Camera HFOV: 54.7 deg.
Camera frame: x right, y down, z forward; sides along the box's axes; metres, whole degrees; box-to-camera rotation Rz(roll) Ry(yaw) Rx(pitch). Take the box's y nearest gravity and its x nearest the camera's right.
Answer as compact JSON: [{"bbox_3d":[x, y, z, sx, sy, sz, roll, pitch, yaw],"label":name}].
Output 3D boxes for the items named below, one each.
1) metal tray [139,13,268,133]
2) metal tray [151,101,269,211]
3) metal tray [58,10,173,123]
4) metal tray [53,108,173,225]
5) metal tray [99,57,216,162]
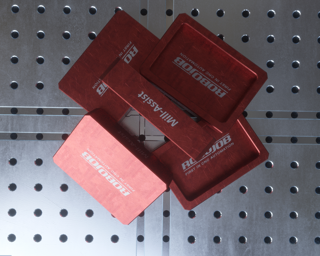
[{"bbox_3d":[0.052,-0.065,0.381,0.130,0.030,0.090,36,90,-1],"label":"metal tray"},{"bbox_3d":[0.063,0.035,0.410,0.130,0.030,0.090,-34,90,-1],"label":"metal tray"},{"bbox_3d":[-0.057,-0.076,0.409,0.090,0.030,0.130,39,90,-1],"label":"metal tray"},{"bbox_3d":[-0.060,0.050,0.391,0.130,0.030,0.090,42,115,-1],"label":"metal tray"},{"bbox_3d":[-0.002,-0.019,0.350,0.130,0.090,0.030,41,90,-1],"label":"metal tray"}]
